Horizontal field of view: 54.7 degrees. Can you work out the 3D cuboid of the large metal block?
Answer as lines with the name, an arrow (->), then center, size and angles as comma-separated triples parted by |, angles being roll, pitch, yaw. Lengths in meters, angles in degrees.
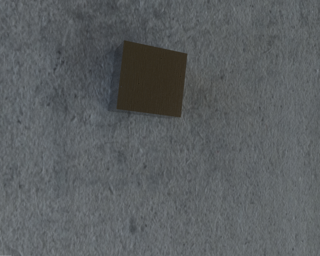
large metal block -> -0.016, -0.057, 0.390 | 0.081, 0.050, 0.080 | 7, 88, -20
